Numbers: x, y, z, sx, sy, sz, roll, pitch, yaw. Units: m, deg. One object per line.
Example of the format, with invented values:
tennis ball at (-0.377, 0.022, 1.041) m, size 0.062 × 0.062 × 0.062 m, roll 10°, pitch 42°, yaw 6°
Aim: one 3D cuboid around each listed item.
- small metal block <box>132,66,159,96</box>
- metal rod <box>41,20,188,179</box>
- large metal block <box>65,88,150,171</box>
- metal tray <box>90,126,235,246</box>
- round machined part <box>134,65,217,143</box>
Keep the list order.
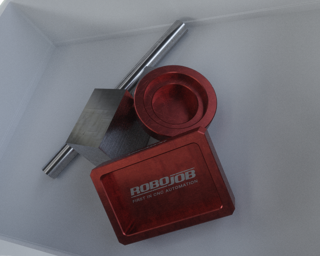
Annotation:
small metal block at (-0.005, -0.059, 0.443) m, size 0.050 × 0.025 × 0.050 m, roll 12°, pitch 68°, yaw 32°
metal rod at (-0.063, -0.047, 0.465) m, size 0.300 × 0.025 × 0.025 m, roll -49°, pitch 52°, yaw -7°
large metal block at (-0.058, 0.007, 0.392) m, size 0.050 × 0.080 × 0.080 m, roll 6°, pitch 61°, yaw 31°
metal tray at (0.002, 0.062, 0.329) m, size 0.130 × 0.030 × 0.090 m, roll -21°, pitch 94°, yaw 15°
round machined part at (0.018, -0.026, 0.383) m, size 0.099 × 0.042 × 0.098 m, roll 1°, pitch 66°, yaw -3°
